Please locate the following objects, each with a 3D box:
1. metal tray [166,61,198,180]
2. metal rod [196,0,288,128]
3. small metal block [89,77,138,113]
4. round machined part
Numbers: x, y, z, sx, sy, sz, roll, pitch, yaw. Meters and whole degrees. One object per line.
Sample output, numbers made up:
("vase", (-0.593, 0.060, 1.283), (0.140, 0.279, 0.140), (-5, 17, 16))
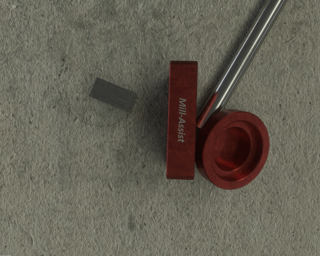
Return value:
("metal tray", (0.026, -0.009, 0.376), (0.030, 0.090, 0.129), (2, 90, 3))
("metal rod", (0.130, -0.127, 0.411), (0.025, 0.025, 0.299), (31, 90, -1))
("small metal block", (-0.057, -0.040, 0.397), (0.050, 0.050, 0.025), (22, 90, -1))
("round machined part", (0.085, 0.024, 0.390), (0.099, 0.042, 0.097), (-6, 103, -24))
